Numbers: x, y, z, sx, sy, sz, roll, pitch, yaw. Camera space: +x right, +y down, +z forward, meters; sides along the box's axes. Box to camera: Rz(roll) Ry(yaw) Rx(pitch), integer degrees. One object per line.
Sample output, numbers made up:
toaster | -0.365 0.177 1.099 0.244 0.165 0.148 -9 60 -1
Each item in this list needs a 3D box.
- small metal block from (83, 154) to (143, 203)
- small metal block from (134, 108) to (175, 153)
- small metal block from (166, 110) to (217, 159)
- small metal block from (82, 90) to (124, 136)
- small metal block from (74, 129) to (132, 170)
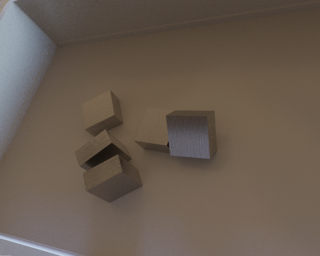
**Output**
small metal block | -0.057 0.063 0.381 0.050 0.050 0.025 -29 52 10
small metal block | 0.001 0.003 0.402 0.050 0.025 0.050 6 65 33
small metal block | 0.038 0.007 0.364 0.050 0.025 0.050 2 108 29
small metal block | -0.086 -0.022 0.465 0.050 0.025 0.050 -25 53 13
small metal block | -0.074 0.036 0.406 0.050 0.050 0.025 -36 51 4
